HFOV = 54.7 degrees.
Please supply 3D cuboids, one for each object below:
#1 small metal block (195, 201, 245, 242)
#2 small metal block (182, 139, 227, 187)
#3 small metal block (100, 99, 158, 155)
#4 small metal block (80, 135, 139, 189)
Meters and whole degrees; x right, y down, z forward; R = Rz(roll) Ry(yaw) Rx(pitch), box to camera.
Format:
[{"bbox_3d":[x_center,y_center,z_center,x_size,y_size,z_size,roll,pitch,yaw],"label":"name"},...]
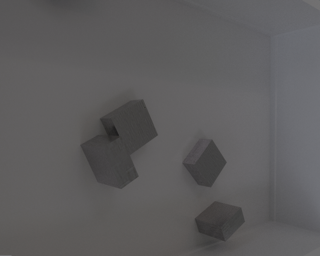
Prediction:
[{"bbox_3d":[0.090,0.139,0.466,0.050,0.050,0.025,-28,108,-36],"label":"small metal block"},{"bbox_3d":[0.068,0.052,0.463,0.050,0.025,0.050,-51,120,-28],"label":"small metal block"},{"bbox_3d":[-0.036,-0.001,0.376,0.050,0.025,0.050,-35,112,-34],"label":"small metal block"},{"bbox_3d":[-0.056,0.036,0.343,0.025,0.050,0.050,-33,111,-35],"label":"small metal block"}]
